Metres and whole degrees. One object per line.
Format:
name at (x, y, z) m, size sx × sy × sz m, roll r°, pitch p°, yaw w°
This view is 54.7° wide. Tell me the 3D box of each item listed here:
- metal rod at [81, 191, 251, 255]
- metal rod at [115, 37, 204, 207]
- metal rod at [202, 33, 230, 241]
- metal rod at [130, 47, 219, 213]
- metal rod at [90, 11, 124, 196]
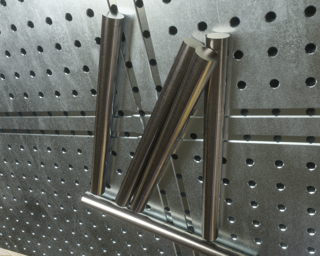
metal rod at (0.003, 0.167, 0.510) m, size 0.301 × 0.025 × 0.025 m, roll 17°, pitch 125°, yaw 18°
metal rod at (-0.013, 0.015, 0.425) m, size 0.025 × 0.025 × 0.298 m, roll 31°, pitch 128°, yaw 8°
metal rod at (0.067, 0.033, 0.394) m, size 0.025 × 0.025 × 0.298 m, roll 10°, pitch 123°, yaw 22°
metal rod at (0.005, 0.028, 0.407) m, size 0.025 × 0.025 × 0.298 m, roll 30°, pitch 133°, yaw 8°
metal rod at (-0.080, -0.012, 0.443) m, size 0.025 × 0.025 × 0.298 m, roll 23°, pitch 127°, yaw 14°
